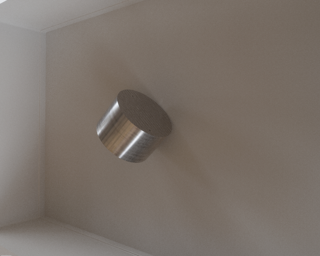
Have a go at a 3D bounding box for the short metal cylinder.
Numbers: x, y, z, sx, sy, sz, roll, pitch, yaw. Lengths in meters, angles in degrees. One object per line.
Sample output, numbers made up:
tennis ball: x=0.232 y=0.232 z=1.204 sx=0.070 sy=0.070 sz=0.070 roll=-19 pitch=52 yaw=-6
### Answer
short metal cylinder: x=-0.032 y=-0.003 z=0.392 sx=0.050 sy=0.081 sz=0.080 roll=-49 pitch=62 yaw=29
